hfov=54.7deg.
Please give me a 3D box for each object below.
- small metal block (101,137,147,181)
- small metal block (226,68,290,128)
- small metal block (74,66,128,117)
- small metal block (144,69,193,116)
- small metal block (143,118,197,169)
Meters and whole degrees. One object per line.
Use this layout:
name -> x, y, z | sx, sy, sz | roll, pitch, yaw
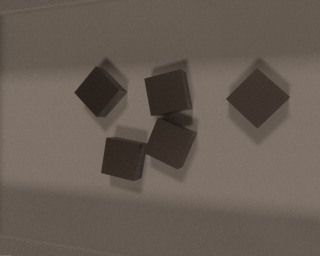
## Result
small metal block -> -0.049, 0.041, 0.427 | 0.050, 0.025, 0.050 | 10, 93, 19
small metal block -> 0.116, -0.035, 0.369 | 0.050, 0.025, 0.050 | 47, 104, 13
small metal block -> -0.084, -0.050, 0.439 | 0.050, 0.025, 0.050 | 46, 104, 14
small metal block -> 0.011, -0.045, 0.406 | 0.050, 0.025, 0.050 | -11, 86, 19
small metal block -> 0.014, 0.019, 0.405 | 0.050, 0.025, 0.050 | 24, 98, 18
